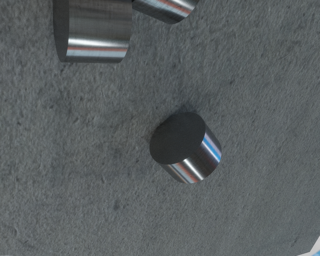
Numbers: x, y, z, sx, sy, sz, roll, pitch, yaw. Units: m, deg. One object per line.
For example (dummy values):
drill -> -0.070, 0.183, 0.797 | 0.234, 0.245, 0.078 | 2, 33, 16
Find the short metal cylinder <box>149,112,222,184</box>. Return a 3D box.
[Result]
short metal cylinder -> 0.034, 0.026, 0.407 | 0.080, 0.080, 0.050 | -42, 130, 0

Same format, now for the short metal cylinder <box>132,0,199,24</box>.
short metal cylinder -> 0.002, -0.143, 0.285 | 0.050, 0.080, 0.079 | 11, 113, -34

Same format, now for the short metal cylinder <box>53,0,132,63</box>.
short metal cylinder -> -0.063, -0.099, 0.277 | 0.050, 0.080, 0.079 | -5, 121, -27
